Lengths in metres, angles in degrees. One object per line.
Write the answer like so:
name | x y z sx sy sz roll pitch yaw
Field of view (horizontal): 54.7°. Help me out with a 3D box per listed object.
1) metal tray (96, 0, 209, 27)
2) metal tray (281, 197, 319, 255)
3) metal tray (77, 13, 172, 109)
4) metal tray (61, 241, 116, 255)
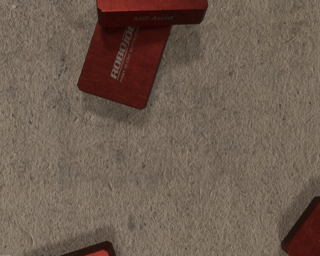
metal tray | -0.013 -0.174 0.385 0.131 0.030 0.090 -5 71 -9
metal tray | 0.236 0.160 0.392 0.130 0.030 0.090 37 85 14
metal tray | -0.044 -0.098 0.407 0.090 0.030 0.129 18 90 -1
metal tray | -0.116 0.214 0.406 0.131 0.030 0.090 -18 90 -1
